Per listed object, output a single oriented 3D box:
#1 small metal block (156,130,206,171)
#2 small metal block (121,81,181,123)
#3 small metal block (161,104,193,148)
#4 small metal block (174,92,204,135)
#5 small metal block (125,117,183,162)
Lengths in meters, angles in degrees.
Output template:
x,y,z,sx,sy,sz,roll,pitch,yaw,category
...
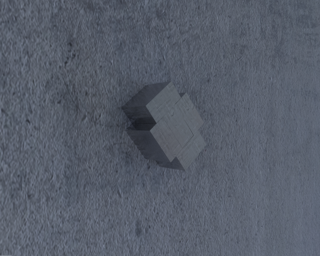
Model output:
x,y,z,sx,sy,sz,roll,pitch,yaw,category
0.024,0.028,0.412,0.050,0.050,0.025,-47,119,-30,small metal block
-0.011,-0.031,0.382,0.050,0.050,0.025,-47,119,-30,small metal block
0.007,-0.002,0.397,0.025,0.050,0.050,-48,119,-30,small metal block
0.022,-0.018,0.410,0.025,0.050,0.050,-49,119,-29,small metal block
-0.008,0.014,0.384,0.025,0.050,0.050,-48,119,-30,small metal block
